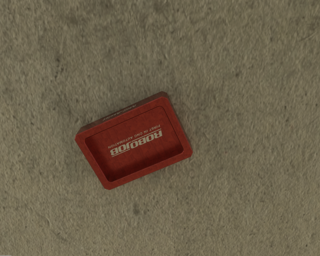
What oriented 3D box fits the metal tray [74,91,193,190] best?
[{"bbox_3d":[-0.033,0.018,0.413,0.130,0.030,0.090,-24,109,8],"label":"metal tray"}]
